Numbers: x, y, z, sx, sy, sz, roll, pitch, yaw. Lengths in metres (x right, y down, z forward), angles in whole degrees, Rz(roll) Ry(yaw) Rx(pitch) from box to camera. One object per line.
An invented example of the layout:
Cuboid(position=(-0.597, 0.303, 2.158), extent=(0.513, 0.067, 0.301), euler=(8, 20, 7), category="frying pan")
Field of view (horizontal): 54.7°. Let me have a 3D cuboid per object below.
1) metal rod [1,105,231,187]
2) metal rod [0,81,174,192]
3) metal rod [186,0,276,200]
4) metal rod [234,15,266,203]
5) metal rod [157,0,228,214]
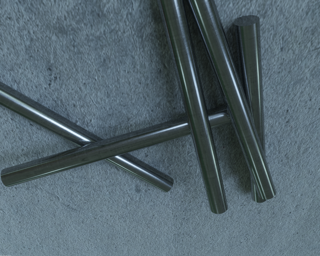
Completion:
Cuboid(position=(-0.056, 0.023, 0.399), extent=(0.301, 0.025, 0.025), euler=(-16, 129, 2), category="metal rod")
Cuboid(position=(-0.102, 0.015, 0.418), extent=(0.301, 0.025, 0.025), euler=(33, 123, -25), category="metal rod")
Cuboid(position=(0.092, -0.023, 0.365), extent=(0.025, 0.025, 0.299), euler=(-19, 121, 15), category="metal rod")
Cuboid(position=(0.125, 0.001, 0.408), extent=(0.025, 0.025, 0.299), euler=(-11, 130, 9), category="metal rod")
Cuboid(position=(0.043, -0.015, 0.360), extent=(0.025, 0.025, 0.298), euler=(-12, 119, 10), category="metal rod")
